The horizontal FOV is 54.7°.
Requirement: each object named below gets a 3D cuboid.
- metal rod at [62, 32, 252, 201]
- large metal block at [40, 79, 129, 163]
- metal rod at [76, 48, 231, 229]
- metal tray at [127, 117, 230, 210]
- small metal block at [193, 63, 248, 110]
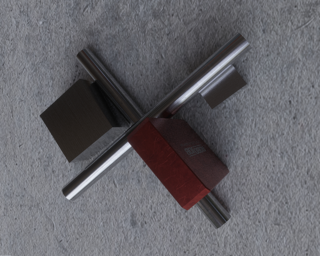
[{"bbox_3d":[-0.014,-0.005,0.387,0.299,0.025,0.025,-41,78,15],"label":"metal rod"},{"bbox_3d":[-0.104,-0.009,0.431,0.080,0.050,0.080,-38,78,15],"label":"large metal block"},{"bbox_3d":[-0.016,0.005,0.415,0.025,0.025,0.300,-44,77,14],"label":"metal rod"},{"bbox_3d":[0.027,0.032,0.343,0.030,0.130,0.090,-44,76,15],"label":"metal tray"},{"bbox_3d":[0.073,-0.057,0.384,0.050,0.025,0.050,-37,79,16],"label":"small metal block"}]
